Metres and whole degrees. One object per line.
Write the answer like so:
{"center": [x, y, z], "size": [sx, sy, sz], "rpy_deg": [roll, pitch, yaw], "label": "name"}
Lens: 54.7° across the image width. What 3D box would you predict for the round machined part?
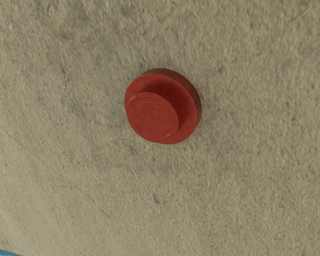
{"center": [-0.002, -0.021, 0.383], "size": [0.098, 0.042, 0.097], "rpy_deg": [13, 124, 20], "label": "round machined part"}
